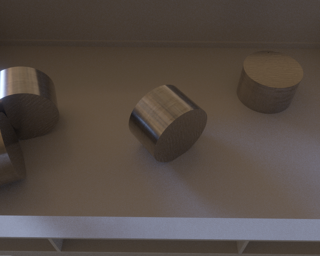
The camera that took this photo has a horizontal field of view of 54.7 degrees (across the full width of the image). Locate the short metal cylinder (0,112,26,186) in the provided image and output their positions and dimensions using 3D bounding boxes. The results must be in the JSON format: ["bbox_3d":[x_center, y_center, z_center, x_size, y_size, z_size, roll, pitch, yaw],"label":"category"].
[{"bbox_3d":[-0.190,0.027,0.345,0.050,0.080,0.080,-18,53,-14],"label":"short metal cylinder"}]

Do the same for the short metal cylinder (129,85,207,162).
[{"bbox_3d":[0.010,-0.005,0.374,0.081,0.080,0.050,-30,57,-23],"label":"short metal cylinder"}]

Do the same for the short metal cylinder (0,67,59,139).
[{"bbox_3d":[-0.173,-0.031,0.394,0.081,0.080,0.050,-14,52,-12],"label":"short metal cylinder"}]

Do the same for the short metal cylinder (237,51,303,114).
[{"bbox_3d":[0.156,-0.067,0.446,0.080,0.050,0.080,0,50,0],"label":"short metal cylinder"}]
